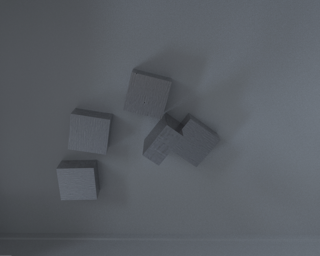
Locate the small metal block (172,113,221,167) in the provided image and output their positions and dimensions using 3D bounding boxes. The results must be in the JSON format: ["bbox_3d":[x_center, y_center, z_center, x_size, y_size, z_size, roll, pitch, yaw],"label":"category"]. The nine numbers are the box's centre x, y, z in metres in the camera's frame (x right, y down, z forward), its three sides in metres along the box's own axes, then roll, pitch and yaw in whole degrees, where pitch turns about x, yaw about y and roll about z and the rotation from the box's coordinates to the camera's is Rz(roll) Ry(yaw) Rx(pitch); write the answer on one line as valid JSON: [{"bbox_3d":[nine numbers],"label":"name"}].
[{"bbox_3d":[0.044,0.016,0.418,0.050,0.025,0.050,35,106,-12],"label":"small metal block"}]

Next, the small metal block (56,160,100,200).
[{"bbox_3d":[-0.114,0.073,0.437,0.050,0.025,0.050,-1,110,0],"label":"small metal block"}]

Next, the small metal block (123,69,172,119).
[{"bbox_3d":[-0.016,-0.043,0.395,0.050,0.025,0.050,13,110,-6],"label":"small metal block"}]

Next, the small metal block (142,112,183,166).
[{"bbox_3d":[0.003,0.013,0.403,0.025,0.050,0.050,35,106,-12],"label":"small metal block"}]

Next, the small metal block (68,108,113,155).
[{"bbox_3d":[-0.092,0.004,0.412,0.050,0.025,0.050,9,110,-4],"label":"small metal block"}]
